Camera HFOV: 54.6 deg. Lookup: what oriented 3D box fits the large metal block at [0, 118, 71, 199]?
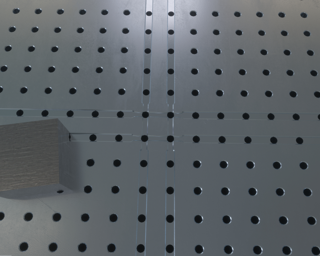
[{"bbox_3d":[-0.158,0.039,0.384,0.080,0.050,0.080,-7,70,-3],"label":"large metal block"}]
